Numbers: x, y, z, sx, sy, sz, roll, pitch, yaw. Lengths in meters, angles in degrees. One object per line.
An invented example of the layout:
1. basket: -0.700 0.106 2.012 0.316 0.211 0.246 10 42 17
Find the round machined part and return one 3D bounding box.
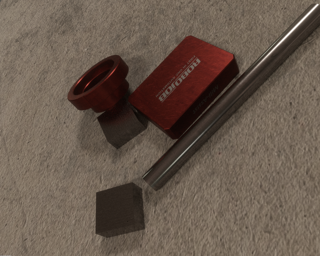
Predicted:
1. round machined part: -0.085 -0.060 0.460 0.098 0.042 0.098 -27 33 20

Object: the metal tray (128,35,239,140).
1. metal tray: 0.030 -0.058 0.419 0.130 0.030 0.090 -47 52 -5

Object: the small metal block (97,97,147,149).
1. small metal block: -0.054 -0.007 0.435 0.050 0.025 0.050 -35 52 4

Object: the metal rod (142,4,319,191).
1. metal rod: 0.093 -0.040 0.378 0.300 0.025 0.025 -45 51 -4

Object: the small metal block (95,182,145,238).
1. small metal block: -0.048 0.098 0.368 0.050 0.025 0.050 -18 55 17
